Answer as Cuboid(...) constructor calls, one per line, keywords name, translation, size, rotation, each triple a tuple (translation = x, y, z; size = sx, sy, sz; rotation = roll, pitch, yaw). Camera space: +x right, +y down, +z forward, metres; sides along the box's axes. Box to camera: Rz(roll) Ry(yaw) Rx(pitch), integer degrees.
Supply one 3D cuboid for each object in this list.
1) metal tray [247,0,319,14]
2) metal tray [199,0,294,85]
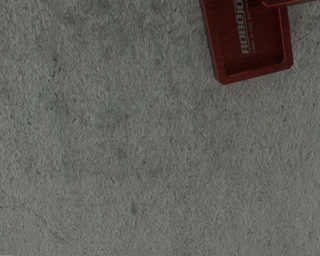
Cuboid(name="metal tray", translation=(0.127, -0.193, 0.315), size=(0.091, 0.030, 0.129), rotation=(-15, 100, -9))
Cuboid(name="metal tray", translation=(0.099, -0.124, 0.362), size=(0.090, 0.030, 0.129), rotation=(-14, 110, 4))
